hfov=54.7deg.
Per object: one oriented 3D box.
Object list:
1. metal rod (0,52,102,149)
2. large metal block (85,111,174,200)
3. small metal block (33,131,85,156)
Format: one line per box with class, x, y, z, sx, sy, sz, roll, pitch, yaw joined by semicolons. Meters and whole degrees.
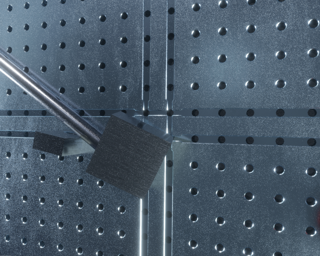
metal rod;-0.194;-0.059;0.480;0.300;0.025;0.025;36;102;16
large metal block;-0.037;0.033;0.401;0.080;0.050;0.080;26;99;1
small metal block;-0.145;0.021;0.451;0.050;0.050;0.025;12;94;19
